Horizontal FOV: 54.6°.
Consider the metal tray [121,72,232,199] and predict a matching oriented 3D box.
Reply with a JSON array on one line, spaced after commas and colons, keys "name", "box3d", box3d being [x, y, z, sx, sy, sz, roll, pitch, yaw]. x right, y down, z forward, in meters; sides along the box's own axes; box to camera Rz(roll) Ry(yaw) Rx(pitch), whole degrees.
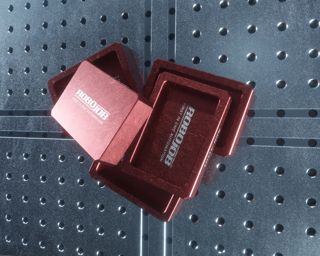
[{"name": "metal tray", "box3d": [0.020, 0.008, 0.370, 0.090, 0.030, 0.130, 21, 85, 19]}]

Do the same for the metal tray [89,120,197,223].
[{"name": "metal tray", "box3d": [-0.022, 0.053, 0.418, 0.130, 0.030, 0.090, 28, 99, 18]}]

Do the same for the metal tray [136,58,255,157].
[{"name": "metal tray", "box3d": [0.042, -0.027, 0.394, 0.130, 0.030, 0.090, 20, 96, 19]}]

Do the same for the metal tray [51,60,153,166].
[{"name": "metal tray", "box3d": [-0.079, -0.023, 0.395, 0.130, 0.030, 0.090, 36, 94, 39]}]

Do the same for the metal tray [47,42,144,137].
[{"name": "metal tray", "box3d": [-0.090, -0.052, 0.442, 0.130, 0.030, 0.090, -24, 82, 19]}]
